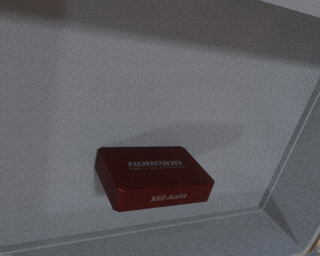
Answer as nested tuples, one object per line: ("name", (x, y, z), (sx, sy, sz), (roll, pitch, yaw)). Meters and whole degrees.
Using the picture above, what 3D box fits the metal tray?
("metal tray", (-0.008, 0.060, 0.398), (0.131, 0.090, 0.030), (1, 118, -29))
